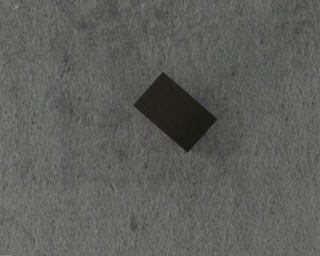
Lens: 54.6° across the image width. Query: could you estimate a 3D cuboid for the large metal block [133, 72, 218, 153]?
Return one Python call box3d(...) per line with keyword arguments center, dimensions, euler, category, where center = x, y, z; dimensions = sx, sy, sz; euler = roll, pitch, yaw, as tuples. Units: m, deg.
box3d(center=(0.017, -0.018, 0.383), dimensions=(0.080, 0.080, 0.050), euler=(41, 90, 0), category="large metal block")
